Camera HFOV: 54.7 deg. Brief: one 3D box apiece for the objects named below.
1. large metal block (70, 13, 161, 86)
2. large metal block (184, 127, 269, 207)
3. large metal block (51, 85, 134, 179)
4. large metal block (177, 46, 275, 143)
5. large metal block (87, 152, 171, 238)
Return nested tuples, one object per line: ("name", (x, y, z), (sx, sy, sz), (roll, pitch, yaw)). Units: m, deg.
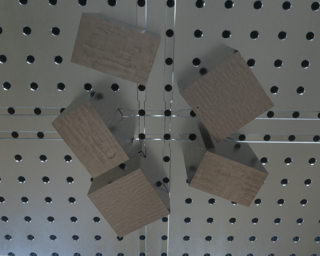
("large metal block", (-0.045, -0.092, 0.350), (0.080, 0.080, 0.050), (17, 109, -7))
("large metal block", (0.081, 0.048, 0.403), (0.080, 0.080, 0.050), (21, 109, -8))
("large metal block", (-0.077, 0.001, 0.384), (0.050, 0.080, 0.080), (-29, 108, 10))
("large metal block", (0.079, -0.042, 0.386), (0.080, 0.050, 0.080), (-35, 107, 12))
("large metal block", (-0.041, 0.093, 0.434), (0.080, 0.050, 0.080), (-28, 108, 9))
